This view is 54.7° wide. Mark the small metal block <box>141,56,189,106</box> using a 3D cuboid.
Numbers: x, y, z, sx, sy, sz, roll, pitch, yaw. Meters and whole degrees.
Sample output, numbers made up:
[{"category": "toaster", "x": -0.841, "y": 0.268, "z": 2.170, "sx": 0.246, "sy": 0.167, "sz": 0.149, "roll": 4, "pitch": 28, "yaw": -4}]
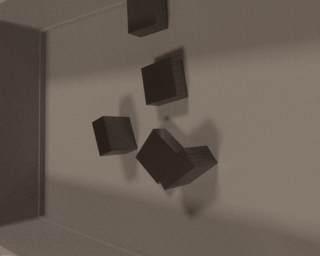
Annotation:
[{"category": "small metal block", "x": 0.006, "y": -0.059, "z": 0.400, "sx": 0.050, "sy": 0.025, "sz": 0.050, "roll": -13, "pitch": 82, "yaw": 39}]

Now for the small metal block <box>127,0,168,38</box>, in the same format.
[{"category": "small metal block", "x": -0.017, "y": -0.156, "z": 0.419, "sx": 0.050, "sy": 0.025, "sz": 0.050, "roll": -4, "pitch": 87, "yaw": 39}]

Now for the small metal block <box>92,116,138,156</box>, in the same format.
[{"category": "small metal block", "x": -0.064, "y": 0.011, "z": 0.441, "sx": 0.025, "sy": 0.050, "sz": 0.050, "roll": -25, "pitch": 74, "yaw": 37}]

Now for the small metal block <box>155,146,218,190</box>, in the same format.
[{"category": "small metal block", "x": 0.031, "y": 0.046, "z": 0.363, "sx": 0.050, "sy": 0.050, "sz": 0.025, "roll": -43, "pitch": 65, "yaw": 31}]

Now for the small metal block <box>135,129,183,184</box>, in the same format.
[{"category": "small metal block", "x": 0.002, "y": 0.036, "z": 0.403, "sx": 0.050, "sy": 0.025, "sz": 0.050, "roll": 47, "pitch": 117, "yaw": 29}]
